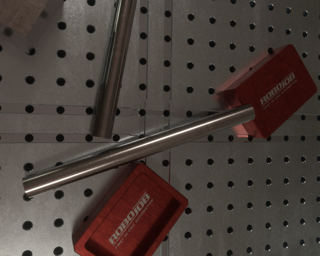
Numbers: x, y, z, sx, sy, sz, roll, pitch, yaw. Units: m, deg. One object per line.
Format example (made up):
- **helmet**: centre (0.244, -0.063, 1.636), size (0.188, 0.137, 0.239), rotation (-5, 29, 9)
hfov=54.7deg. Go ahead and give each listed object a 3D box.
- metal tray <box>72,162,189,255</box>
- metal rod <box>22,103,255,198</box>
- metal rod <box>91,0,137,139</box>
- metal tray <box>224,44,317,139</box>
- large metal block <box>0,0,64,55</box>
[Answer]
- **metal tray**: centre (-0.036, 0.119, 0.397), size (0.090, 0.030, 0.130), rotation (42, 77, -16)
- **metal rod**: centre (-0.015, 0.023, 0.393), size (0.302, 0.025, 0.025), rotation (-18, 97, -14)
- **metal rod**: centre (-0.048, -0.135, 0.395), size (0.025, 0.025, 0.298), rotation (11, 86, -20)
- **metal tray**: centre (0.172, -0.056, 0.475), size (0.131, 0.030, 0.090), rotation (-39, 103, -16)
- **large metal block**: centre (-0.144, -0.134, 0.330), size (0.050, 0.080, 0.080), rotation (31, 80, -18)
